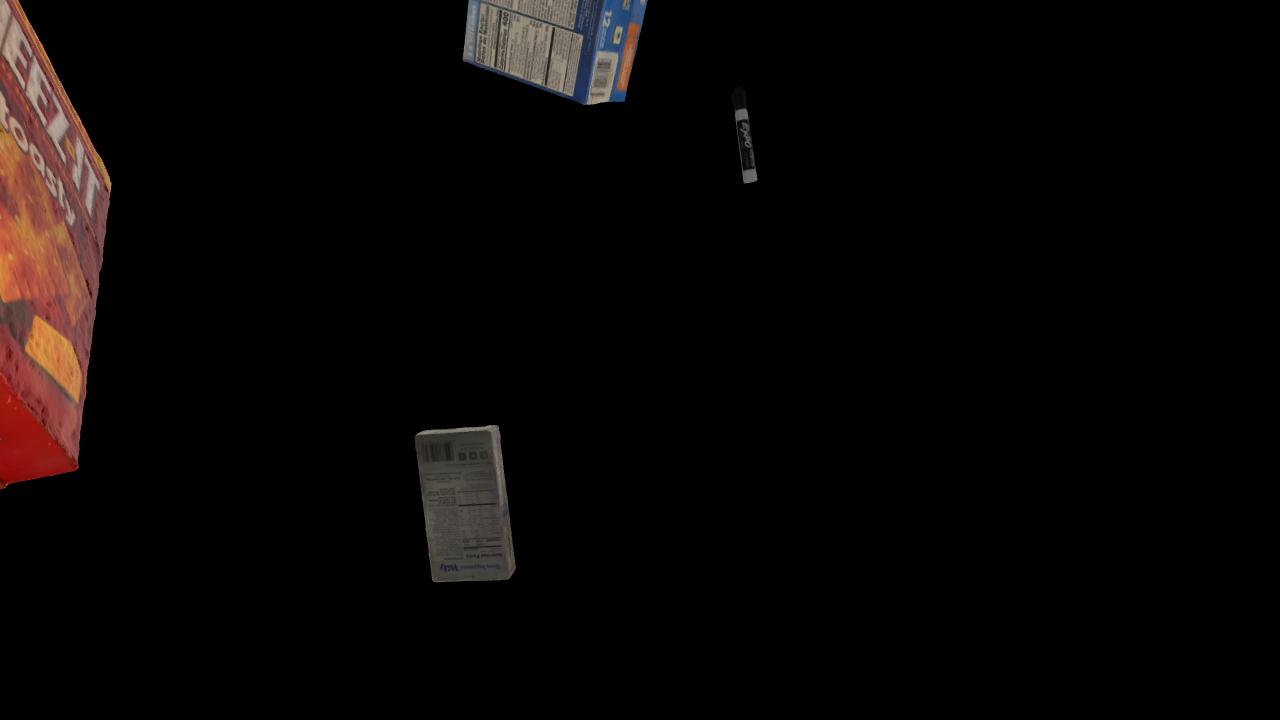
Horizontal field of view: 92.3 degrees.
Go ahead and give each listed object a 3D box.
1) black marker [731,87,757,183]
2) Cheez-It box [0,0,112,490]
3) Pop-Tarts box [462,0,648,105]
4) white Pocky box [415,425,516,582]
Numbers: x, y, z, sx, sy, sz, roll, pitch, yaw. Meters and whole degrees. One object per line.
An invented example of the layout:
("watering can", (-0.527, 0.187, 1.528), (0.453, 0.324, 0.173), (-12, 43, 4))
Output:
("black marker", (0.137, -0.296, 0.811), (0.020, 0.121, 0.020), (-9, 9, 2))
("Cheez-It box", (-0.290, -0.078, 0.246), (0.071, 0.223, 0.166), (-13, -38, -25))
("Pop-Tarts box", (-0.071, -0.336, 0.552), (0.141, 0.167, 0.083), (25, 31, 16))
("white Pocky box", (-0.175, 0.145, 0.619), (0.084, 0.154, 0.028), (-4, 6, 8))
